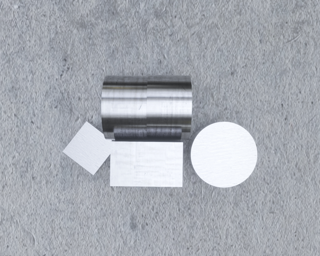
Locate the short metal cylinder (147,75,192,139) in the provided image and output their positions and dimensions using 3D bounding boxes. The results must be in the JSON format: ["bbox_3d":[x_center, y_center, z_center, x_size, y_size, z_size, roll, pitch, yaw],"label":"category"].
[{"bbox_3d":[0.010,-0.025,0.384,0.050,0.080,0.079,1,90,0],"label":"short metal cylinder"}]

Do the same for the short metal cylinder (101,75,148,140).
[{"bbox_3d":[-0.040,-0.025,0.384,0.050,0.080,0.079,1,90,0],"label":"short metal cylinder"}]

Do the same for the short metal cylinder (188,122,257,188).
[{"bbox_3d":[0.077,0.032,0.399,0.081,0.050,0.079,0,90,0],"label":"short metal cylinder"}]

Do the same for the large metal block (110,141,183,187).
[{"bbox_3d":[-0.015,0.040,0.384,0.081,0.080,0.050,1,90,0],"label":"large metal block"}]

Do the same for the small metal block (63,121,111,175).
[{"bbox_3d":[-0.090,0.026,0.411,0.050,0.025,0.050,38,90,0],"label":"small metal block"}]
